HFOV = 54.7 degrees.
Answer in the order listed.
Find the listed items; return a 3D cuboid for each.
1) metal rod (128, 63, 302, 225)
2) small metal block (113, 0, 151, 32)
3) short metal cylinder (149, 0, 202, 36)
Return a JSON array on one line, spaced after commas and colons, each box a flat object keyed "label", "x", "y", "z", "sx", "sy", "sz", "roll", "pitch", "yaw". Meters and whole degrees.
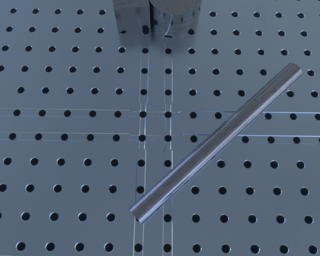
[{"label": "metal rod", "x": 0.082, "y": 0.012, "z": 0.408, "sx": 0.301, "sy": 0.025, "sz": 0.025, "roll": -40, "pitch": 75, "yaw": -14}, {"label": "small metal block", "x": -0.042, "y": -0.172, "z": 0.461, "sx": 0.050, "sy": 0.050, "sz": 0.025, "roll": -9, "pitch": 71, "yaw": -4}, {"label": "short metal cylinder", "x": 0.022, "y": -0.187, "z": 0.467, "sx": 0.081, "sy": 0.050, "sz": 0.080, "roll": 0, "pitch": 70, "yaw": 0}]
